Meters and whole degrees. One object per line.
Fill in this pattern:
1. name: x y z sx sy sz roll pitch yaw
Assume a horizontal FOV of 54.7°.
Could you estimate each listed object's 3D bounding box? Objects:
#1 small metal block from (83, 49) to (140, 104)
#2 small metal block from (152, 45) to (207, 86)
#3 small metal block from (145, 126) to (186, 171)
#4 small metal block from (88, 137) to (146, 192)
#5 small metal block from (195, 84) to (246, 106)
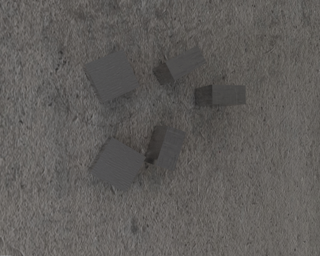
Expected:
1. small metal block: -0.061 -0.063 0.386 0.050 0.025 0.050 -27 99 -18
2. small metal block: 0.024 -0.081 0.404 0.050 0.050 0.025 -31 101 -17
3. small metal block: 0.005 0.025 0.397 0.025 0.050 0.050 20 83 -19
4. small metal block: -0.054 0.045 0.389 0.050 0.025 0.050 33 79 -17
5. small metal block: 0.082 -0.044 0.426 0.050 0.050 0.025 -1 91 -20
